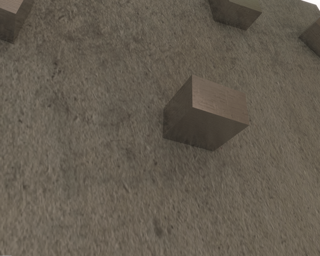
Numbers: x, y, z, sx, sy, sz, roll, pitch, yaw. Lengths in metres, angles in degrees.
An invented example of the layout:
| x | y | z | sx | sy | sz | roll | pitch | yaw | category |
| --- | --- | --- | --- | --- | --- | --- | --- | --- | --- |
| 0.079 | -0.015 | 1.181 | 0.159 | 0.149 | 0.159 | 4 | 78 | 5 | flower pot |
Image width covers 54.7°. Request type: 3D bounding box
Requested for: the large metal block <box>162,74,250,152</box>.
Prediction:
| x | y | z | sx | sy | sz | roll | pitch | yaw | category |
| --- | --- | --- | --- | --- | --- | --- | --- | --- | --- |
| 0.058 | -0.016 | 0.411 | 0.081 | 0.080 | 0.050 | 16 | 55 | -20 | large metal block |

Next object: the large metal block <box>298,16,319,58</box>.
| x | y | z | sx | sy | sz | roll | pitch | yaw | category |
| --- | --- | --- | --- | --- | --- | --- | --- | --- | --- |
| 0.388 | -0.218 | 0.734 | 0.080 | 0.050 | 0.080 | 46 | 51 | 3 | large metal block |

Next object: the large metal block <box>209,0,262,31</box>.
| x | y | z | sx | sy | sz | roll | pitch | yaw | category |
| --- | --- | --- | --- | --- | --- | --- | --- | --- | --- |
| 0.148 | -0.253 | 0.625 | 0.081 | 0.050 | 0.080 | 6 | 59 | -25 | large metal block |

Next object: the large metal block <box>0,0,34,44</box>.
| x | y | z | sx | sy | sz | roll | pitch | yaw | category |
| --- | --- | --- | --- | --- | --- | --- | --- | --- | --- |
| -0.205 | -0.161 | 0.376 | 0.081 | 0.050 | 0.080 | 18 | 55 | -18 | large metal block |
